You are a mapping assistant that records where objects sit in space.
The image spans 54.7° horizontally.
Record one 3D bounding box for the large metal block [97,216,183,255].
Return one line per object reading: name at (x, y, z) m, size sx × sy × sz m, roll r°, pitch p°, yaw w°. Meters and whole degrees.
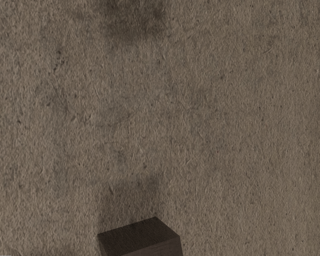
large metal block at (-0.025, 0.152, 0.372) m, size 0.081 × 0.080 × 0.050 m, roll -11°, pitch 94°, yaw -20°
